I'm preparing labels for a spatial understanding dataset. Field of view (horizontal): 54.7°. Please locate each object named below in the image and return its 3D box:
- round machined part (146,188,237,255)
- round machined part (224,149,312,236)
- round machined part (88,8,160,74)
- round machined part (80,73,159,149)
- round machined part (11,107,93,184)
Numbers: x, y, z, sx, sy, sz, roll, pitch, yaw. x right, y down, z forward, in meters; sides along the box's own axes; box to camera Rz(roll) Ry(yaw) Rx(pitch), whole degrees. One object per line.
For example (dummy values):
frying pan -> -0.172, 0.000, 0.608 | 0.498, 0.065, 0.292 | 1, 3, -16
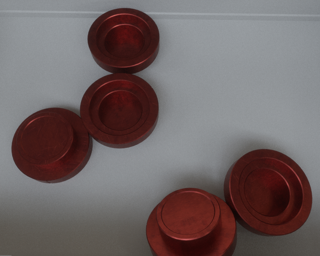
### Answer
round machined part -> 0.033, 0.104, 0.337 | 0.098, 0.042, 0.098 | -8, 35, 6
round machined part -> 0.123, 0.077, 0.368 | 0.099, 0.042, 0.098 | 3, 68, -8
round machined part -> -0.050, -0.119, 0.443 | 0.099, 0.042, 0.098 | 0, 70, 0
round machined part -> -0.051, -0.020, 0.407 | 0.099, 0.042, 0.098 | 0, 70, 0
round machined part -> -0.139, 0.018, 0.393 | 0.099, 0.042, 0.098 | 0, 70, 0
